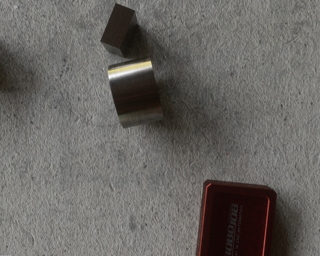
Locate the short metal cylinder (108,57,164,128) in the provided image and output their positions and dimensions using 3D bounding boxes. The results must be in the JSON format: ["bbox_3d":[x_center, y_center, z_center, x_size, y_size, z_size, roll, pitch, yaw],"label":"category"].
[{"bbox_3d":[-0.029,-0.043,0.382,0.050,0.080,0.080,-13,90,0],"label":"short metal cylinder"}]

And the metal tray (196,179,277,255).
[{"bbox_3d":[0.098,0.138,0.408,0.091,0.030,0.129,6,90,0],"label":"metal tray"}]

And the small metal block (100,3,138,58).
[{"bbox_3d":[-0.051,-0.123,0.397,0.025,0.050,0.050,22,90,0],"label":"small metal block"}]
